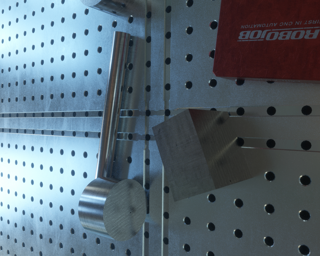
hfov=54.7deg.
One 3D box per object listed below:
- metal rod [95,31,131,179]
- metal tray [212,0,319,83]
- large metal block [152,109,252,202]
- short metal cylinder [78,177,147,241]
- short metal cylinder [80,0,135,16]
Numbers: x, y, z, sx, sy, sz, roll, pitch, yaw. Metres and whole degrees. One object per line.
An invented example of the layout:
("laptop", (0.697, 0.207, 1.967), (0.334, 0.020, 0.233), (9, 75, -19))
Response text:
("metal rod", (-0.077, 0.008, 0.470), (0.025, 0.025, 0.298), (14, 99, 39))
("metal tray", (0.121, -0.092, 0.306), (0.130, 0.030, 0.089), (10, 97, 39))
("large metal block", (0.047, 0.027, 0.334), (0.050, 0.081, 0.080), (-27, 73, 36))
("short metal cylinder", (-0.063, 0.108, 0.423), (0.050, 0.081, 0.079), (-3, 88, 40))
("short metal cylinder", (-0.077, -0.212, 0.454), (0.080, 0.050, 0.079), (0, 90, 39))
